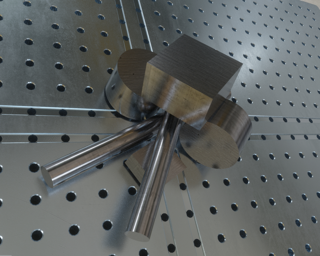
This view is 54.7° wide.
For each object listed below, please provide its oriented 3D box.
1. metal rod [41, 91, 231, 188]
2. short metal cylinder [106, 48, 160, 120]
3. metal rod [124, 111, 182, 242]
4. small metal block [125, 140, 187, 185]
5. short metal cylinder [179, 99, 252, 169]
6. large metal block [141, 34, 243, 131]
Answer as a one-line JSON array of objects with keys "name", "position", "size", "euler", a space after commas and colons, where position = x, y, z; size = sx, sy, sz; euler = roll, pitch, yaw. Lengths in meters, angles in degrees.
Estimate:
[{"name": "metal rod", "position": [-0.005, -0.003, 0.403], "size": [0.302, 0.025, 0.025], "euler": [-26, 76, -37]}, {"name": "short metal cylinder", "position": [-0.025, -0.057, 0.409], "size": [0.081, 0.050, 0.080], "euler": [14, 56, -21]}, {"name": "metal rod", "position": [0.016, -0.010, 0.386], "size": [0.025, 0.025, 0.300], "euler": [27, 52, -12]}, {"name": "small metal block", "position": [-0.005, 0.045, 0.374], "size": [0.050, 0.025, 0.050], "euler": [-32, 80, -38]}, {"name": "short metal cylinder", "position": [0.072, 0.007, 0.404], "size": [0.080, 0.080, 0.050], "euler": [40, 52, -1]}, {"name": "large metal block", "position": [0.037, -0.056, 0.360], "size": [0.080, 0.050, 0.080], "euler": [32, 50, 14]}]
